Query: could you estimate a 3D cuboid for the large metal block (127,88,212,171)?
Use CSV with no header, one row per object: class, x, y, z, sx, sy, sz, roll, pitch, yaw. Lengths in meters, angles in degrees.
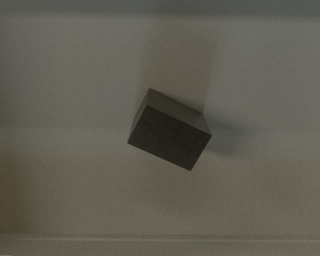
large metal block,0.011,-0.001,0.382,0.080,0.080,0.050,25,108,-9
